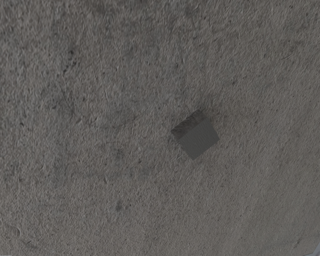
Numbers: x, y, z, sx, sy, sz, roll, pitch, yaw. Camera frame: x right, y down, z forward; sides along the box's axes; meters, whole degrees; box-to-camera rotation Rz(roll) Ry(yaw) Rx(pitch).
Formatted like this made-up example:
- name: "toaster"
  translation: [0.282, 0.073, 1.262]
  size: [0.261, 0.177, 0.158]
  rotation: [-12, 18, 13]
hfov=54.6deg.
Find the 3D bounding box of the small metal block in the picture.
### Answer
- name: "small metal block"
  translation: [0.050, 0.010, 0.440]
  size: [0.050, 0.025, 0.050]
  rotation: [-38, 129, -3]
